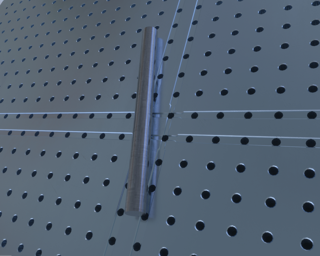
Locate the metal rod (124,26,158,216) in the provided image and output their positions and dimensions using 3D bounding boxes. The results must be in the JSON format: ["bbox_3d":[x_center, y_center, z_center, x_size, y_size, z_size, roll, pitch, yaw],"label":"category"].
[{"bbox_3d":[-0.022,-0.029,0.436,0.025,0.025,0.299,-11,57,22],"label":"metal rod"}]
